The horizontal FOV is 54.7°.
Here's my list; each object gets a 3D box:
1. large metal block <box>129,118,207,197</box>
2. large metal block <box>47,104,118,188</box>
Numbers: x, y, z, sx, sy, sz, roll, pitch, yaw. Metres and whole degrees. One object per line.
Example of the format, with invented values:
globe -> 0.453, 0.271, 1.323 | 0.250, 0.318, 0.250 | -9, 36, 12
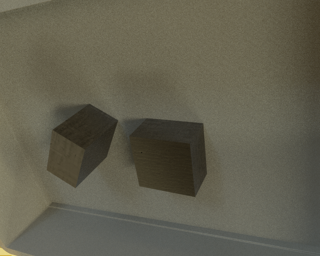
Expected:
large metal block -> 0.013, 0.037, 0.407 | 0.080, 0.050, 0.079 | 6, 121, 25
large metal block -> -0.111, 0.024, 0.445 | 0.050, 0.080, 0.079 | 30, 128, 9
